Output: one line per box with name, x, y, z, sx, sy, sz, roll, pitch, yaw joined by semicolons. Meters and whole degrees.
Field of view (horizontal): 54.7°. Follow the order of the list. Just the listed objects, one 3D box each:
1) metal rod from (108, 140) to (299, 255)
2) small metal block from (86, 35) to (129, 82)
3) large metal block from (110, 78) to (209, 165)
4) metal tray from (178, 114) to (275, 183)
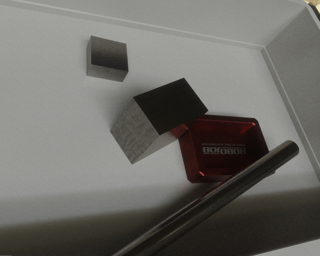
metal rod;0.065;0.084;0.364;0.302;0.025;0.025;-25;76;-29
small metal block;-0.073;-0.094;0.425;0.050;0.025;0.050;7;59;-25
large metal block;-0.003;-0.008;0.375;0.081;0.080;0.050;-26;77;-37
metal tray;0.093;0.028;0.437;0.131;0.030;0.090;3;61;-27
